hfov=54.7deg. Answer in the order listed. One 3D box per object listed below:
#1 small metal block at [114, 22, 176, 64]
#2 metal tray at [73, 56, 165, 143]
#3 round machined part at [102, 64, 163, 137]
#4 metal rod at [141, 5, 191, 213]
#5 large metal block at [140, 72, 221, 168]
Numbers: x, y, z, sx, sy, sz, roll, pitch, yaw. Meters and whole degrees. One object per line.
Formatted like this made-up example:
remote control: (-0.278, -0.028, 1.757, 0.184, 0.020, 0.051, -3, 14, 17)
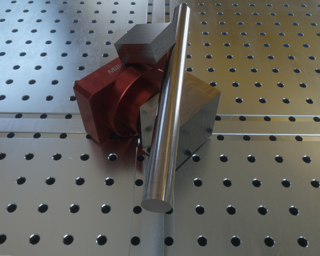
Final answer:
small metal block: (-0.017, -0.100, 0.365, 0.050, 0.025, 0.050, 9, 46, 31)
metal tray: (-0.044, -0.049, 0.406, 0.030, 0.089, 0.131, 36, 58, 26)
round machined part: (-0.021, -0.029, 0.390, 0.042, 0.097, 0.099, 35, 58, 25)
metal rod: (0.014, -0.051, 0.346, 0.025, 0.025, 0.300, 5, 50, 4)
large metal block: (0.024, -0.007, 0.374, 0.050, 0.080, 0.080, 35, 58, 25)
